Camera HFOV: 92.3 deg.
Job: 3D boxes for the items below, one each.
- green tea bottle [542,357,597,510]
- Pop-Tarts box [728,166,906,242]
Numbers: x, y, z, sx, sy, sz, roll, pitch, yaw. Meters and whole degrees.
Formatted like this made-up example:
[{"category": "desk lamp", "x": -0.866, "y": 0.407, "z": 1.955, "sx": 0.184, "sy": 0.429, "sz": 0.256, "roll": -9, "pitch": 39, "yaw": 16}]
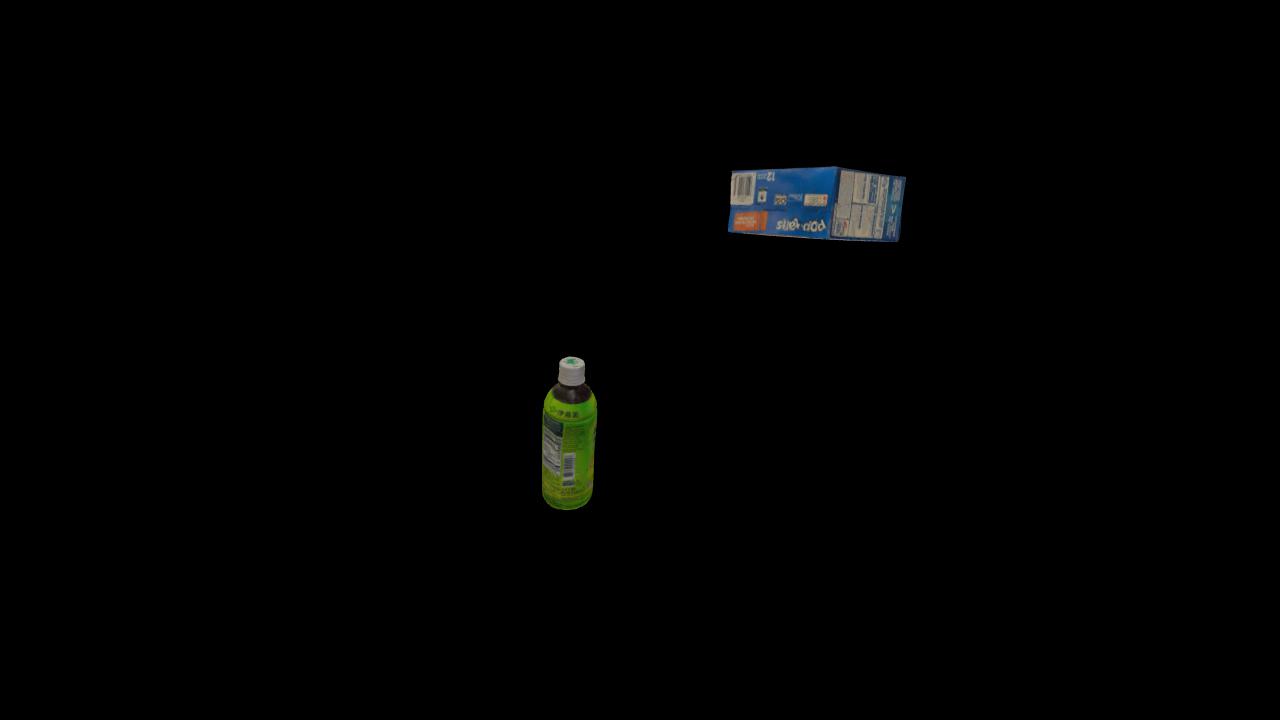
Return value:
[{"category": "green tea bottle", "x": -0.090, "y": 0.094, "z": 0.787, "sx": 0.073, "sy": 0.212, "sz": 0.073, "roll": 5, "pitch": 31, "yaw": -3}, {"category": "Pop-Tarts box", "x": 0.221, "y": -0.197, "z": 0.784, "sx": 0.141, "sy": 0.083, "sz": 0.167, "roll": -7, "pitch": 17, "yaw": -36}]
